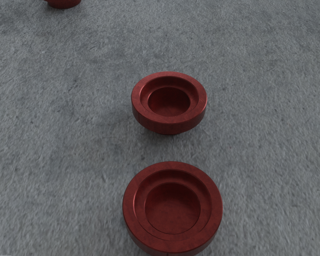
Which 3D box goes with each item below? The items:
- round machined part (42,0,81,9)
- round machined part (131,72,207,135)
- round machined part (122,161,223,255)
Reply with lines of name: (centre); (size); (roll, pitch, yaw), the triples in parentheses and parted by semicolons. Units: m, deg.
round machined part: (-0.196, -0.275, 0.621); (0.099, 0.042, 0.098); (0, 50, 0)
round machined part: (0.012, -0.029, 0.416); (0.099, 0.042, 0.098); (0, 50, 0)
round machined part: (0.012, 0.086, 0.320); (0.099, 0.042, 0.098); (0, 50, 0)
